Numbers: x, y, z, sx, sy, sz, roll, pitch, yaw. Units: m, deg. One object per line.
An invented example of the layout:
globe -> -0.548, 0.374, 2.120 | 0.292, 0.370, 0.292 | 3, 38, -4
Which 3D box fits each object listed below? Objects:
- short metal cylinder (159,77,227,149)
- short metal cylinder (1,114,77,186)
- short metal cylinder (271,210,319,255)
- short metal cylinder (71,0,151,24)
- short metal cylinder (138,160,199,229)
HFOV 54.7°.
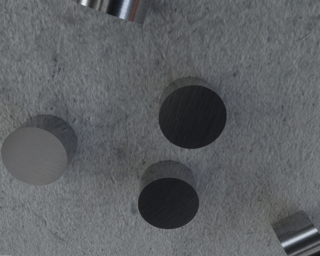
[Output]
short metal cylinder -> 0.039, -0.020, 0.390 | 0.081, 0.050, 0.079 | 0, 110, -1
short metal cylinder -> -0.155, 0.028, 0.404 | 0.081, 0.050, 0.079 | 0, 110, -1
short metal cylinder -> 0.203, 0.166, 0.445 | 0.050, 0.080, 0.080 | -30, 108, 10
short metal cylinder -> -0.048, -0.147, 0.326 | 0.080, 0.080, 0.050 | 17, 109, -7
short metal cylinder -> 0.011, 0.092, 0.431 | 0.081, 0.050, 0.079 | 0, 110, -1
